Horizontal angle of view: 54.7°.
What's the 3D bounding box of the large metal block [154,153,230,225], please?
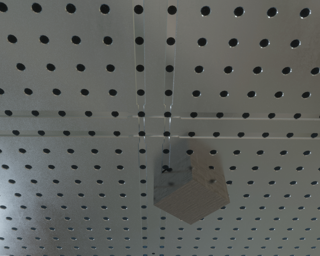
[{"bbox_3d":[0.047,0.097,0.478,0.080,0.050,0.080,35,122,-26],"label":"large metal block"}]
